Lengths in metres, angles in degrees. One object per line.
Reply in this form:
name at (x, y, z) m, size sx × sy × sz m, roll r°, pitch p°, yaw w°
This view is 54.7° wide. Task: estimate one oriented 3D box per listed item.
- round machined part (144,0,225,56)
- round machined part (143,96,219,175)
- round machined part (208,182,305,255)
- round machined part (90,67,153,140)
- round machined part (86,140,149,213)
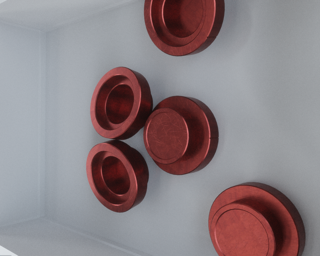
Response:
round machined part at (0.032, -0.134, 0.359) m, size 0.098 × 0.042 × 0.097 m, roll 14°, pitch 113°, yaw 37°
round machined part at (0.018, 0.009, 0.379) m, size 0.098 × 0.042 × 0.097 m, roll 0°, pitch 90°, yaw 39°
round machined part at (0.092, 0.108, 0.319) m, size 0.098 × 0.042 × 0.097 m, roll 0°, pitch 90°, yaw 39°
round machined part at (-0.048, -0.031, 0.427) m, size 0.098 × 0.042 × 0.098 m, roll -9°, pitch 75°, yaw 38°
round machined part at (-0.054, 0.063, 0.430) m, size 0.098 × 0.042 × 0.097 m, roll 11°, pitch 109°, yaw 36°
